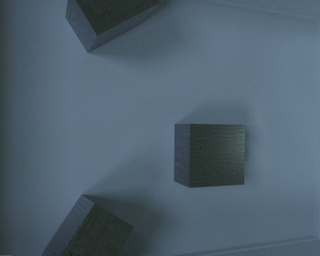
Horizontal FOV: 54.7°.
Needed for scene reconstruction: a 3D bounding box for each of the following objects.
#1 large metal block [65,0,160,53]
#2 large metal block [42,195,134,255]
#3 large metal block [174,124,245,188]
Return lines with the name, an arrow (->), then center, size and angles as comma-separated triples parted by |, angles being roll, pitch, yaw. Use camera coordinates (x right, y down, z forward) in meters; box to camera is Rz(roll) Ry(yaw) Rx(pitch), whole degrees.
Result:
large metal block -> -0.058, -0.137, 0.359 | 0.080, 0.080, 0.050 | -34, 101, -17
large metal block -> -0.083, 0.127, 0.346 | 0.050, 0.080, 0.080 | 37, 72, -16
large metal block -> 0.066, 0.035, 0.422 | 0.081, 0.050, 0.080 | 1, 90, -20
